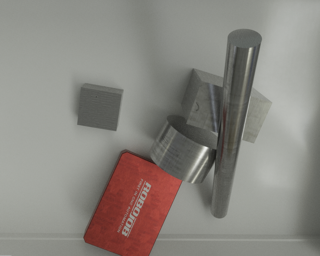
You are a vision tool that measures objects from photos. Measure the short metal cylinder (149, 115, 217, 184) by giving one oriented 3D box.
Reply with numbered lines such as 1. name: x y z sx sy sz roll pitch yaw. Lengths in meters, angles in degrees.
1. short metal cylinder: 0.034 0.025 0.392 0.080 0.080 0.050 24 108 -9

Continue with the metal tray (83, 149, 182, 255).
1. metal tray: -0.036 0.105 0.424 0.090 0.030 0.129 25 88 -9

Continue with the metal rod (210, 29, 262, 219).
1. metal rod: 0.076 0.028 0.346 0.025 0.025 0.298 -5 140 2

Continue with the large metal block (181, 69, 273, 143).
1. large metal block: 0.074 -0.030 0.372 0.080 0.080 0.050 16 109 -6

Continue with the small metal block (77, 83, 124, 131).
1. small metal block: -0.077 -0.027 0.400 0.050 0.025 0.050 10 110 -4
